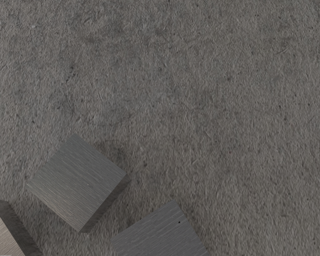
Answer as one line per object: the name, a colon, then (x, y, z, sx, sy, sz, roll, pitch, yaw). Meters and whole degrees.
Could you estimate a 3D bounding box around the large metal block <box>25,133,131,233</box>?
large metal block: (-0.094, 0.066, 0.370, 0.080, 0.050, 0.080, 36, 74, 12)

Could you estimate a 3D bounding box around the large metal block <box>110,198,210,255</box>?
large metal block: (0.003, 0.137, 0.345, 0.080, 0.050, 0.080, -30, 73, -11)

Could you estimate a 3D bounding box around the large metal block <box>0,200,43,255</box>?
large metal block: (-0.195, 0.136, 0.344, 0.080, 0.050, 0.080, -38, 75, -13)
